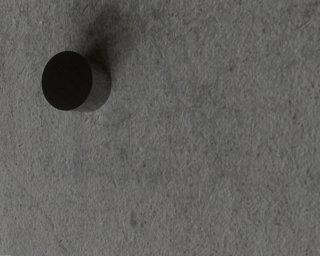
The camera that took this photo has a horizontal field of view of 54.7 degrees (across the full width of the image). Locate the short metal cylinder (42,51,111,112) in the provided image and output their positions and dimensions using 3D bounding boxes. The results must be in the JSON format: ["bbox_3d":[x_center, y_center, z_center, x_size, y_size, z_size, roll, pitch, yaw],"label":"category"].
[{"bbox_3d":[-0.116,-0.063,0.435,0.080,0.050,0.079,0,90,19],"label":"short metal cylinder"}]
